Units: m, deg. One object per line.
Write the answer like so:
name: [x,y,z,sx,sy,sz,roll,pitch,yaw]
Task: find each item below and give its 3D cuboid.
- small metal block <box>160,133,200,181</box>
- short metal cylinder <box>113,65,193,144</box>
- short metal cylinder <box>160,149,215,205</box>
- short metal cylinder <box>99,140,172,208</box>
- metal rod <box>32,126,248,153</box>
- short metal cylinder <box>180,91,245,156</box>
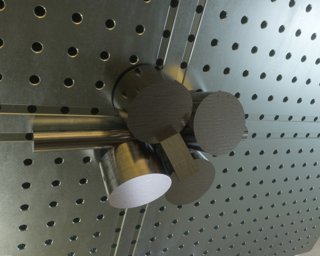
small metal block: [0.023,0.037,0.380,0.025,0.050,0.050,-27,170,-4]
short metal cylinder: [-0.009,-0.028,0.368,0.081,0.050,0.079,-14,124,-21]
short metal cylinder: [0.032,0.064,0.447,0.081,0.050,0.079,-14,124,-21]
short metal cylinder: [-0.032,0.060,0.394,0.081,0.050,0.080,-16,144,-11]
metal rod: [-0.006,0.011,0.410,0.303,0.025,0.025,-2,119,-28]
short metal cylinder: [0.063,-0.008,0.403,0.081,0.050,0.079,-3,97,-28]
